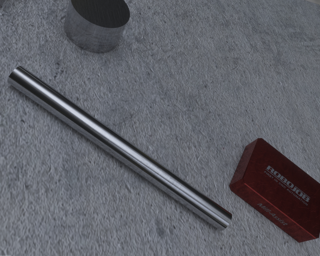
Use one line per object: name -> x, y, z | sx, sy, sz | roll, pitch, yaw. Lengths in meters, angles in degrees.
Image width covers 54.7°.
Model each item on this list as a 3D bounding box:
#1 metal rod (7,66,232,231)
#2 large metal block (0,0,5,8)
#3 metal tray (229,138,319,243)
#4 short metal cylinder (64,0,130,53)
metal rod -> -0.042, 0.027, 0.364 | 0.301, 0.025, 0.025 | 36, 51, -5
large metal block -> -0.212, -0.214, 0.385 | 0.050, 0.080, 0.080 | 16, 56, -20
metal tray -> 0.170, 0.086, 0.439 | 0.130, 0.030, 0.090 | 38, 51, -3
short metal cylinder -> -0.089, -0.152, 0.433 | 0.081, 0.050, 0.080 | 14, 56, -21
